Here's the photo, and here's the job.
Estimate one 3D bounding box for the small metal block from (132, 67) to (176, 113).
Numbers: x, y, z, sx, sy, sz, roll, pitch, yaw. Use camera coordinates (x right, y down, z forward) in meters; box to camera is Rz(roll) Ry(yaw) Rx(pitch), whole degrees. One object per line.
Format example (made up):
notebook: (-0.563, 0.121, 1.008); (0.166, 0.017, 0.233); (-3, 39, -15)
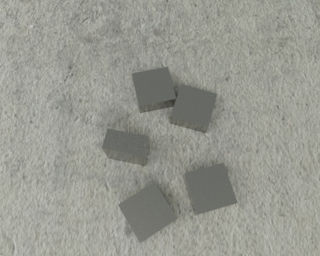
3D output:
small metal block: (-0.008, -0.052, 0.427); (0.050, 0.025, 0.050); (-12, 71, -5)

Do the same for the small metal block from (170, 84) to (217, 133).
small metal block: (0.045, -0.026, 0.418); (0.050, 0.025, 0.050); (16, 71, 5)

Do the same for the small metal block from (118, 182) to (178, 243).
small metal block: (-0.014, 0.101, 0.371); (0.050, 0.025, 0.050); (-30, 73, -11)

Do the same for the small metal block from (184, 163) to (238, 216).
small metal block: (0.060, 0.076, 0.381); (0.050, 0.025, 0.050); (-14, 71, -6)

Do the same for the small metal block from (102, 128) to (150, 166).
small metal block: (-0.040, 0.025, 0.385); (0.050, 0.050, 0.025); (11, 71, 4)
